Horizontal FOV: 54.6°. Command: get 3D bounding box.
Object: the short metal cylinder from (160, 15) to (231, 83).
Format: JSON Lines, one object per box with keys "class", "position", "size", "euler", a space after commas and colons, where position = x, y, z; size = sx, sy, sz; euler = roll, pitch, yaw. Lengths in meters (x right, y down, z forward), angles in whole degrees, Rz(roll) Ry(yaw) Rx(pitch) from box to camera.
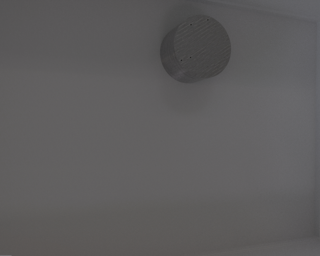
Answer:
{"class": "short metal cylinder", "position": [0.046, -0.103, 0.414], "size": [0.081, 0.050, 0.080], "euler": [0, 90, -20]}
